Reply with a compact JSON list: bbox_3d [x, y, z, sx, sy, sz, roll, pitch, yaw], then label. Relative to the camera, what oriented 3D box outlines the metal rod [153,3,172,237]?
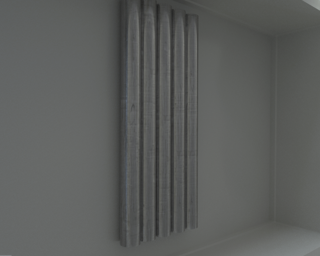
[{"bbox_3d":[0.003,-0.010,0.407,0.025,0.025,0.298,0,90,-40],"label":"metal rod"}]

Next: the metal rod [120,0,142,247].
[{"bbox_3d":[-0.035,-0.009,0.375,0.025,0.025,0.298,0,90,-40],"label":"metal rod"}]

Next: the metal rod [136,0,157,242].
[{"bbox_3d":[-0.017,-0.010,0.390,0.025,0.025,0.298,0,90,-40],"label":"metal rod"}]

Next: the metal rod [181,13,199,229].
[{"bbox_3d":[0.042,-0.009,0.440,0.025,0.025,0.298,0,90,-40],"label":"metal rod"}]

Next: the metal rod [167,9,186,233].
[{"bbox_3d":[0.022,-0.010,0.423,0.025,0.025,0.298,0,90,-40],"label":"metal rod"}]
